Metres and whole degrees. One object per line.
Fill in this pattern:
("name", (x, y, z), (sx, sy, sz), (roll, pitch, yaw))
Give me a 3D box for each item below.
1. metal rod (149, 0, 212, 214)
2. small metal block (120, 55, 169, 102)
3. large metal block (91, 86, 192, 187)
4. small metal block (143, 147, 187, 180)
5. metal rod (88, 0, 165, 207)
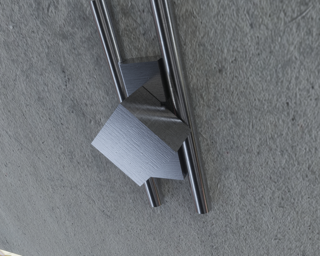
("metal rod", (0.030, -0.015, 0.382), (0.025, 0.025, 0.298), (0, 119, 27))
("small metal block", (-0.015, -0.059, 0.377), (0.050, 0.025, 0.050), (1, 119, 27))
("large metal block", (-0.023, 0.011, 0.375), (0.080, 0.050, 0.080), (42, 129, -1))
("small metal block", (0.010, 0.042, 0.427), (0.050, 0.025, 0.050), (1, 119, 27))
("metal rod", (-0.037, -0.016, 0.417), (0.025, 0.025, 0.298), (0, 119, 27))
